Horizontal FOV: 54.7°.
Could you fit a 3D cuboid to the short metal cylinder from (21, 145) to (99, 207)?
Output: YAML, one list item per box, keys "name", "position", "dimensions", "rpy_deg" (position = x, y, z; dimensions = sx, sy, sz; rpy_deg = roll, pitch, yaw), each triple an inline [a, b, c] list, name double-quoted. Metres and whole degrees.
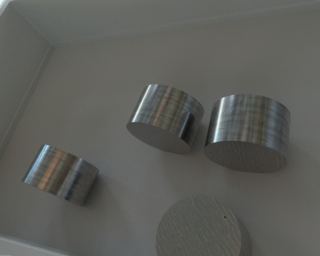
- name: "short metal cylinder"
  position: [-0.126, 0.062, 0.397]
  dimensions: [0.080, 0.080, 0.050]
  rpy_deg: [10, 67, 32]

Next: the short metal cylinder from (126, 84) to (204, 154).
- name: "short metal cylinder"
  position: [0.007, -0.009, 0.371]
  dimensions: [0.080, 0.080, 0.050]
  rpy_deg: [10, 67, 32]

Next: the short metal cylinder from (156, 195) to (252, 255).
- name: "short metal cylinder"
  position: [0.043, 0.111, 0.298]
  dimensions: [0.080, 0.050, 0.080]
  rpy_deg: [-13, 56, 20]

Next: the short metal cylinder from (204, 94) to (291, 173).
- name: "short metal cylinder"
  position: [0.089, 0.008, 0.318]
  dimensions: [0.080, 0.080, 0.050]
  rpy_deg: [1, 63, 28]
